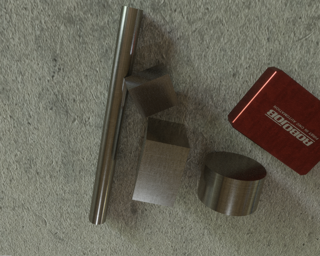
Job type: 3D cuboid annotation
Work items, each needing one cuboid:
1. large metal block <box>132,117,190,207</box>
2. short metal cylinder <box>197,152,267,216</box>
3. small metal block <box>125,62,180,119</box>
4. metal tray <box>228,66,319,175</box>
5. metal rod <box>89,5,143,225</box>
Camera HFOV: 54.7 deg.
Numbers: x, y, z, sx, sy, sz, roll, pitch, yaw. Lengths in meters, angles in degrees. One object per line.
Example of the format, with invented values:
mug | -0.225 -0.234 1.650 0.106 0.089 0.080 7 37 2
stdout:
large metal block | 0.000 0.040 0.395 0.050 0.080 0.079 12 110 -5
short metal cylinder | 0.093 0.071 0.408 0.081 0.080 0.050 7 110 -3
small metal block | -0.009 -0.045 0.381 0.050 0.025 0.050 -22 135 2
metal tray | 0.168 -0.007 0.407 0.130 0.030 0.090 34 106 -12
metal rod | -0.062 -0.002 0.408 0.025 0.025 0.298 11 110 -5
